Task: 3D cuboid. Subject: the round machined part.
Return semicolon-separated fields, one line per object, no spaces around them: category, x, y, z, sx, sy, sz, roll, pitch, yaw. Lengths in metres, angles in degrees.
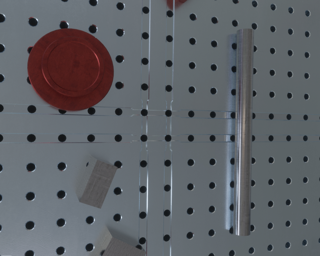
round machined part;-0.103;-0.069;0.365;0.099;0.042;0.097;0;90;-20

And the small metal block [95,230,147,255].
small metal block;-0.054;0.167;0.393;0.050;0.025;0.050;32;80;-17

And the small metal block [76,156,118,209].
small metal block;-0.077;0.063;0.371;0.025;0.050;0.050;24;82;-19

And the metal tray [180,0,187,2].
metal tray;0.056;-0.250;0.429;0.130;0.030;0.090;-42;103;-15

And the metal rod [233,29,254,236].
metal rod;0.123;0.006;0.457;0.025;0.025;0.298;1;90;-20
